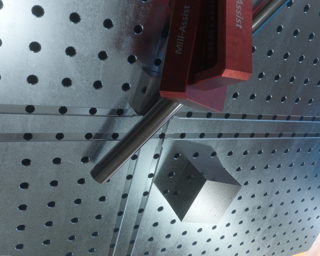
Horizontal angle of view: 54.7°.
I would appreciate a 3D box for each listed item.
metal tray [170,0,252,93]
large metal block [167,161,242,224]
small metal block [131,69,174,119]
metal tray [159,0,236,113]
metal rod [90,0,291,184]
[{"bbox_3d":[0.044,-0.103,0.294,0.030,0.090,0.129,4,86,-28],"label":"metal tray"},{"bbox_3d":[0.071,0.106,0.502,0.081,0.050,0.080,16,110,-35],"label":"large metal block"},{"bbox_3d":[-0.002,-0.041,0.386,0.050,0.025,0.050,6,116,-32],"label":"small metal block"},{"bbox_3d":[0.047,-0.087,0.329,0.090,0.030,0.129,13,87,-55],"label":"metal tray"},{"bbox_3d":[0.023,-0.039,0.358,0.299,0.025,0.025,-45,131,16],"label":"metal rod"}]
